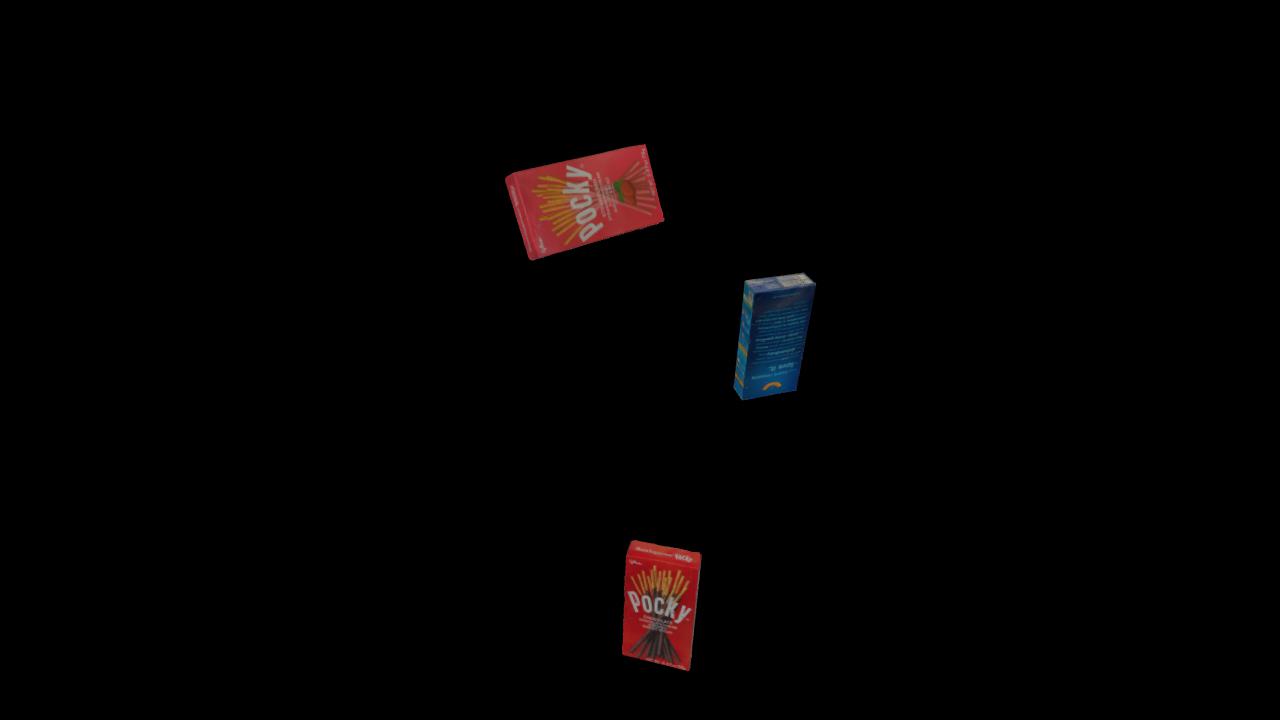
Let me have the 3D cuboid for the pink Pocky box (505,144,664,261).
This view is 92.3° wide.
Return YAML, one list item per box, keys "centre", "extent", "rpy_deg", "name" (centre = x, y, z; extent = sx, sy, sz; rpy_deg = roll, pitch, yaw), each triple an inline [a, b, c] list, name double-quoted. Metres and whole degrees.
- centre: [-0.052, -0.162, 0.624]
  extent: [0.155, 0.084, 0.029]
  rpy_deg: [-22, 15, -27]
  name: "pink Pocky box"

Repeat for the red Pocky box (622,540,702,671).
- centre: [0.023, 0.280, 0.698]
  extent: [0.083, 0.155, 0.028]
  rpy_deg: [8, 24, 13]
  name: "red Pocky box"

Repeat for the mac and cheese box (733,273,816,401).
- centre: [0.188, -0.030, 0.874]
  extent: [0.093, 0.184, 0.041]
  rpy_deg: [-10, 38, -14]
  name: "mac and cheese box"
